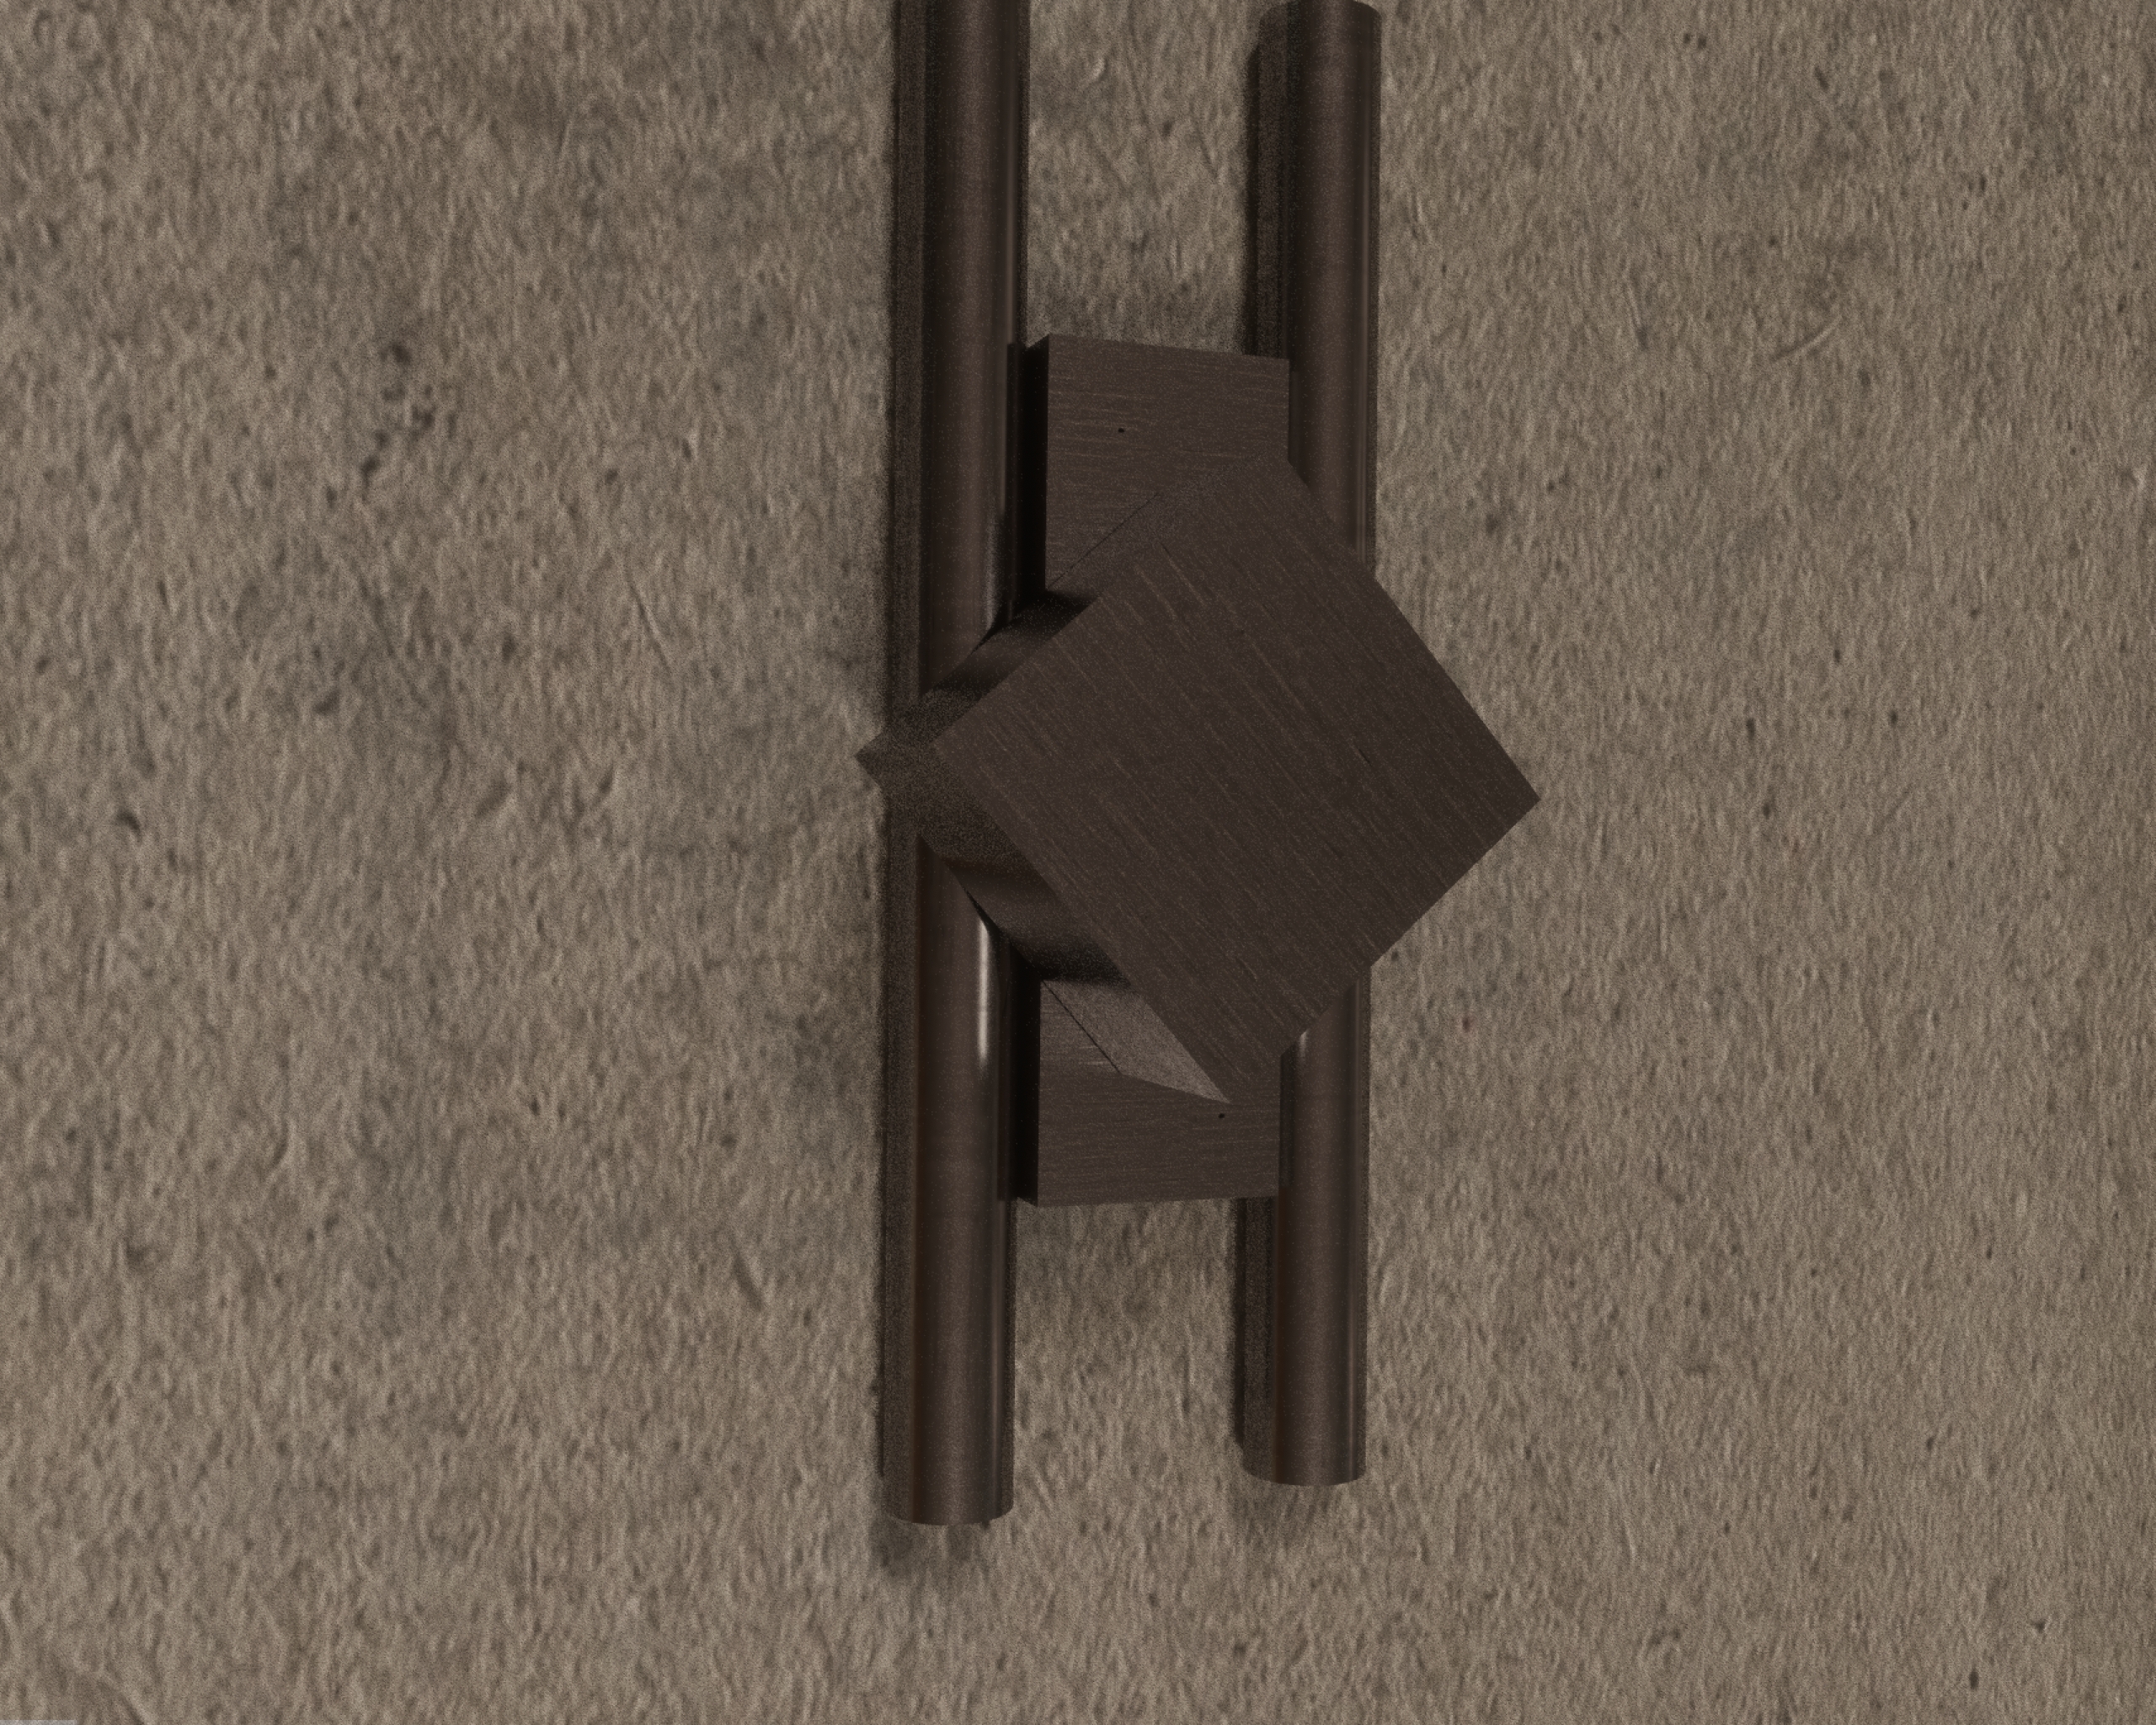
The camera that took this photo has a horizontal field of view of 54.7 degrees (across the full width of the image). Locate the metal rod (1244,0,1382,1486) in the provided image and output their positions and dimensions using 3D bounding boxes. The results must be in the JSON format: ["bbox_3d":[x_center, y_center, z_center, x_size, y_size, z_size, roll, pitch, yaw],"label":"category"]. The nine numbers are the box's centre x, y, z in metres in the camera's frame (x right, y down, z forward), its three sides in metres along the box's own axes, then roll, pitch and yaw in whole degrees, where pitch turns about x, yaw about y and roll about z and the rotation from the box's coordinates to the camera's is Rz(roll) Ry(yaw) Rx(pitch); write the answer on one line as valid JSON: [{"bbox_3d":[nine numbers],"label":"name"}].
[{"bbox_3d":[0.048,-0.024,0.430,0.025,0.025,0.298,1,90,-20],"label":"metal rod"}]

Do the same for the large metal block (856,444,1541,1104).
[{"bbox_3d":[0.021,-0.015,0.377,0.080,0.050,0.080,-43,104,-15],"label":"large metal block"}]

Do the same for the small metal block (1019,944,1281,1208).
[{"bbox_3d":[0.012,0.041,0.415,0.050,0.025,0.050,1,90,-21],"label":"small metal block"}]

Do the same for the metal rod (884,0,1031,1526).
[{"bbox_3d":[-0.023,-0.025,0.403,0.025,0.025,0.298,1,90,-20],"label":"metal rod"}]

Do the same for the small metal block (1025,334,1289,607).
[{"bbox_3d":[0.013,-0.075,0.415,0.050,0.025,0.050,1,90,-21],"label":"small metal block"}]
